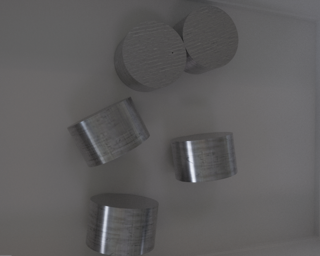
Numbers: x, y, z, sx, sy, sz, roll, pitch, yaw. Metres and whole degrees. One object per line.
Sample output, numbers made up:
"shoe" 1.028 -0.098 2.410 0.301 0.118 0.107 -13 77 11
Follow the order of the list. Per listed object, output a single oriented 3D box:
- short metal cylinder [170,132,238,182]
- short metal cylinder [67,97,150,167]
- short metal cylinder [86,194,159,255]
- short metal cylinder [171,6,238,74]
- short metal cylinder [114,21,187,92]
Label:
"short metal cylinder" 0.057 0.036 0.402 0.081 0.080 0.050 -9 93 -20
"short metal cylinder" -0.059 0.003 0.360 0.080 0.080 0.050 -29 100 -18
"short metal cylinder" -0.044 0.110 0.365 0.081 0.080 0.050 6 88 -20
"short metal cylinder" 0.057 -0.116 0.418 0.081 0.050 0.080 0 90 -20
"short metal cylinder" -0.014 -0.088 0.392 0.081 0.050 0.080 0 90 -20
